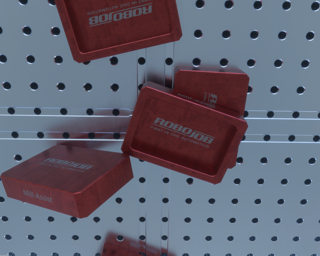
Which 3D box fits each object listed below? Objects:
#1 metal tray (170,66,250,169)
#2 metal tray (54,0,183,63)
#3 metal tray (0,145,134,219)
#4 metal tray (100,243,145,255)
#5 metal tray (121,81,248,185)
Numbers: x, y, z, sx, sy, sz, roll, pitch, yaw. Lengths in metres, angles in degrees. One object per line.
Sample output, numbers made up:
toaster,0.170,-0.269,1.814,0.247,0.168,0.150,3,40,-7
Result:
metal tray,0.060,-0.012,0.407,0.091,0.030,0.129,3,110,-2
metal tray,-0.047,-0.135,0.360,0.131,0.030,0.089,-12,110,4
metal tray,-0.110,0.057,0.369,0.130,0.091,0.030,4,114,31
metal tray,-0.046,0.249,0.502,0.131,0.030,0.089,22,108,-9
metal tray,0.028,0.007,0.380,0.131,0.030,0.089,19,110,-4
